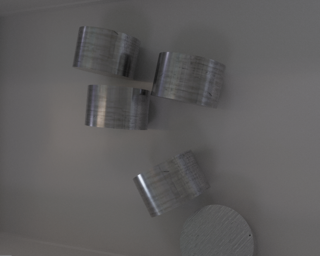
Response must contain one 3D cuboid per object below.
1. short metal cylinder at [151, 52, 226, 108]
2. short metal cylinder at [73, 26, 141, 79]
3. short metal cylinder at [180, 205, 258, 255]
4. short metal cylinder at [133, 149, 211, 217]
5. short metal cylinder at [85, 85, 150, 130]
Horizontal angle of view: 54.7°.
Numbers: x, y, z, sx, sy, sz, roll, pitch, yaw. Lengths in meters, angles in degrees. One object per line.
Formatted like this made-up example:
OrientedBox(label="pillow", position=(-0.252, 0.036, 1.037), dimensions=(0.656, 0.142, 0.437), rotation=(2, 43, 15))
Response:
OrientedBox(label="short metal cylinder", position=(0.033, -0.056, 0.369), dimensions=(0.080, 0.080, 0.050), rotation=(13, 95, 19))
OrientedBox(label="short metal cylinder", position=(-0.069, -0.096, 0.406), dimensions=(0.080, 0.080, 0.050), rotation=(13, 94, 19))
OrientedBox(label="short metal cylinder", position=(0.069, 0.133, 0.358), dimensions=(0.080, 0.050, 0.080), rotation=(-8, 64, 18))
OrientedBox(label="short metal cylinder", position=(0.014, 0.067, 0.376), dimensions=(0.080, 0.080, 0.050), rotation=(-30, 80, 17))
OrientedBox(label="short metal cylinder", position=(-0.054, -0.026, 0.400), dimensions=(0.080, 0.080, 0.050), rotation=(6, 92, 20))
